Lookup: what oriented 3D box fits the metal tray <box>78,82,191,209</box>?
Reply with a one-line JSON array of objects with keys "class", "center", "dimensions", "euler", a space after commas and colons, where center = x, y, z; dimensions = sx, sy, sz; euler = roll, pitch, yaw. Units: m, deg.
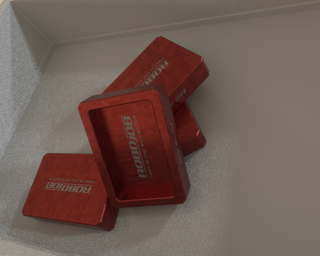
[{"class": "metal tray", "center": [-0.025, 0.023, 0.339], "dimensions": [0.090, 0.129, 0.030], "euler": [-9, 18, 18]}]

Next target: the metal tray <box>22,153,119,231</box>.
[{"class": "metal tray", "center": [-0.111, 0.080, 0.410], "dimensions": [0.130, 0.030, 0.090], "euler": [-1, 61, 27]}]

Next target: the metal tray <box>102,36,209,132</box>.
[{"class": "metal tray", "center": [-0.012, -0.051, 0.400], "dimensions": [0.130, 0.030, 0.090], "euler": [-47, 52, -5]}]

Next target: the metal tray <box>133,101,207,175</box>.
[{"class": "metal tray", "center": [-0.005, -0.014, 0.412], "dimensions": [0.090, 0.030, 0.130], "euler": [-28, 52, 9]}]
